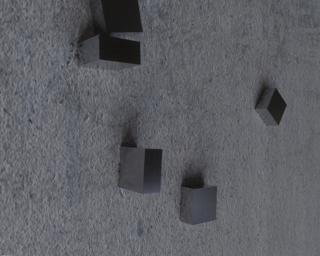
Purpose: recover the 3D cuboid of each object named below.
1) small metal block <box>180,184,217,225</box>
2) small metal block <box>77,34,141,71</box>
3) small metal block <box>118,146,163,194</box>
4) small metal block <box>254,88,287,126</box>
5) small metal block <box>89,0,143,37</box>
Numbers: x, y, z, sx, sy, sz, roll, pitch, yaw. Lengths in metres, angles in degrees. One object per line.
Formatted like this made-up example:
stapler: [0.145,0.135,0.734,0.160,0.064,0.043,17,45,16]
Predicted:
small metal block: [0.057,0.110,0.452,0.050,0.025,0.050,3,88,-40]
small metal block: [-0.057,-0.081,0.340,0.050,0.050,0.025,-2,92,-40]
small metal block: [-0.024,0.048,0.368,0.025,0.050,0.050,5,87,-40]
small metal block: [0.207,-0.039,0.578,0.050,0.025,0.050,44,63,-31]
small metal block: [-0.051,-0.134,0.361,0.050,0.025,0.050,-15,100,-39]
